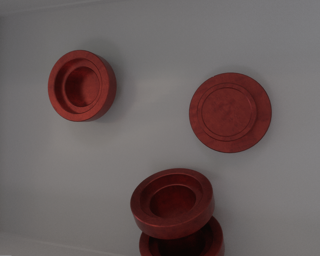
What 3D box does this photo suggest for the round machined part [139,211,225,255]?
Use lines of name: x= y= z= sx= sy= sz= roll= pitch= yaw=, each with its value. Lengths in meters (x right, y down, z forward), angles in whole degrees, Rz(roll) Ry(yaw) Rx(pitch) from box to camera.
round machined part: x=0.028 y=0.144 z=0.370 sx=0.098 sy=0.098 sz=0.042 roll=-2 pitch=120 yaw=20

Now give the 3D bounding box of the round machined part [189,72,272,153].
round machined part: x=0.082 y=-0.018 z=0.372 sx=0.098 sy=0.042 sz=0.097 roll=0 pitch=90 yaw=20

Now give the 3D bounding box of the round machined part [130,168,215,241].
round machined part: x=0.017 y=0.095 z=0.374 sx=0.098 sy=0.098 sz=0.042 roll=-2 pitch=121 yaw=20

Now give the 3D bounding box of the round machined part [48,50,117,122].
round machined part: x=-0.105 y=-0.057 z=0.438 sx=0.098 sy=0.042 sz=0.097 roll=0 pitch=90 yaw=20
